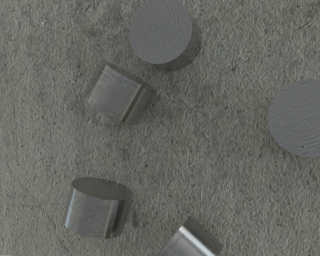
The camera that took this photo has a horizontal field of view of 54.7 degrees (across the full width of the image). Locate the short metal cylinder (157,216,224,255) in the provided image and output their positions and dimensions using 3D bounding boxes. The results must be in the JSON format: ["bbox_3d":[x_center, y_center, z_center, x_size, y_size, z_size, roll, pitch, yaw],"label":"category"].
[{"bbox_3d":[0.030,0.152,0.369,0.050,0.080,0.080,40,103,15],"label":"short metal cylinder"}]

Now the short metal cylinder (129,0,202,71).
[{"bbox_3d":[0.008,-0.116,0.393,0.080,0.050,0.080,0,90,20],"label":"short metal cylinder"}]

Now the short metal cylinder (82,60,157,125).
[{"bbox_3d":[-0.051,-0.046,0.398,0.080,0.080,0.050,33,101,17],"label":"short metal cylinder"}]

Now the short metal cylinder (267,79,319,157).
[{"bbox_3d":[0.161,-0.010,0.339,0.080,0.050,0.080,0,90,20],"label":"short metal cylinder"}]

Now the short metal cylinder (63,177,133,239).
[{"bbox_3d":[-0.081,0.103,0.408,0.080,0.080,0.050,16,96,19],"label":"short metal cylinder"}]
